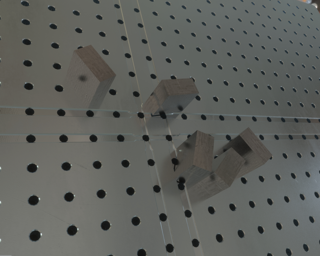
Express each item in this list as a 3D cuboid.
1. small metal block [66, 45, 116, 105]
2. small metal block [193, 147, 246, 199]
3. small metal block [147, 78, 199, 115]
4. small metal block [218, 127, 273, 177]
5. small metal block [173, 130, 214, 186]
[{"bbox_3d":[-0.087,-0.066,0.386,0.025,0.050,0.050,-34,81,-38],"label":"small metal block"},{"bbox_3d":[0.076,0.059,0.400,0.025,0.050,0.050,44,51,1],"label":"small metal block"},{"bbox_3d":[0.017,-0.043,0.429,0.050,0.050,0.025,-9,67,-32],"label":"small metal block"},{"bbox_3d":[0.119,0.035,0.437,0.025,0.050,0.050,-33,80,-38],"label":"small metal block"},{"bbox_3d":[0.043,0.039,0.393,0.025,0.050,0.050,23,53,-15],"label":"small metal block"}]
